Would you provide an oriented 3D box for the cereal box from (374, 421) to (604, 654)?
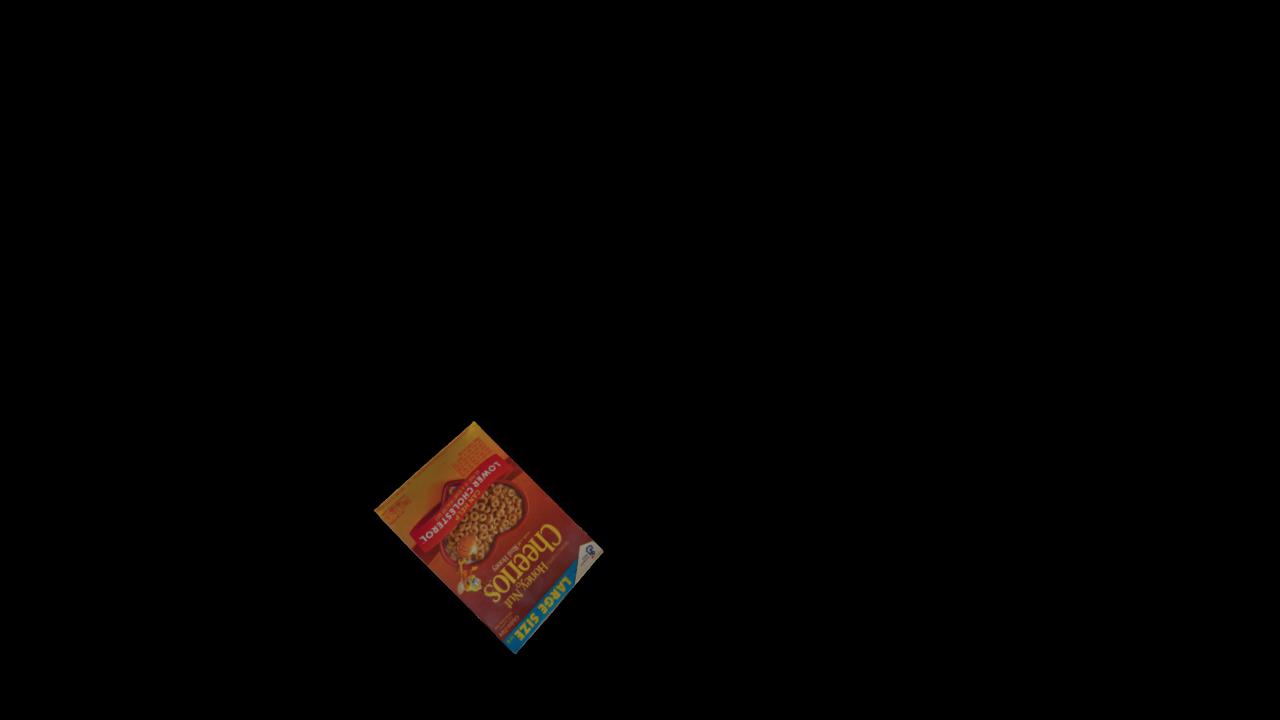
[{"bbox_3d":[-0.235,0.276,0.981,0.203,0.306,0.081,-44,-2,-25],"label":"cereal box"}]
